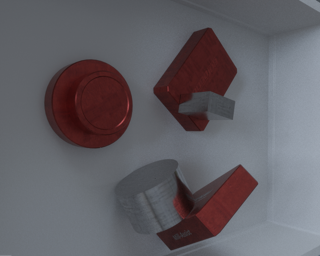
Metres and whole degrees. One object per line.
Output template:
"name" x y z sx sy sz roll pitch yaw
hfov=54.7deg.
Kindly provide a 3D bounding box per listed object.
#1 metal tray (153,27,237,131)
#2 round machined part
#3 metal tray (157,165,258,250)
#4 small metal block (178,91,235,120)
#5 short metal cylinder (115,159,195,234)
"metal tray" 0.057 -0.070 0.453 0.090 0.030 0.130 48 61 -30
"round machined part" -0.069 -0.026 0.339 0.099 0.042 0.097 0 90 -40
"metal tray" 0.055 0.103 0.389 0.030 0.129 0.091 48 56 7
"small metal block" 0.061 -0.028 0.404 0.050 0.050 0.025 14 82 -39
"short metal cylinder" -0.006 0.078 0.365 0.081 0.080 0.050 -33 105 -35
